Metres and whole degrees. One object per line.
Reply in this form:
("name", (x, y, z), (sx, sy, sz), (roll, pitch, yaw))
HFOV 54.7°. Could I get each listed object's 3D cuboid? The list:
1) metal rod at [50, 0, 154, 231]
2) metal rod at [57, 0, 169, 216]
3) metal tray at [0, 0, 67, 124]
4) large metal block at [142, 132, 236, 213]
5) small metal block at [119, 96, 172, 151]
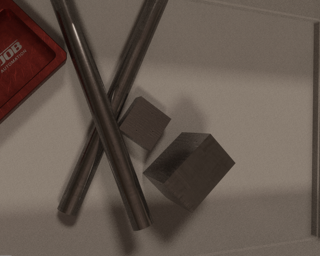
("metal rod", (-0.071, -0.027, 0.361), (0.025, 0.025, 0.299), (-20, 88, -19))
("metal rod", (-0.055, -0.037, 0.390), (0.025, 0.025, 0.299), (25, 82, -19))
("metal tray", (-0.181, -0.066, 0.340), (0.090, 0.030, 0.130), (45, 76, -15))
("large metal block", (0.034, 0.052, 0.395), (0.080, 0.080, 0.050), (-45, 105, -15))
("small metal block", (-0.022, -0.006, 0.403), (0.050, 0.025, 0.050), (37, 78, -17))
